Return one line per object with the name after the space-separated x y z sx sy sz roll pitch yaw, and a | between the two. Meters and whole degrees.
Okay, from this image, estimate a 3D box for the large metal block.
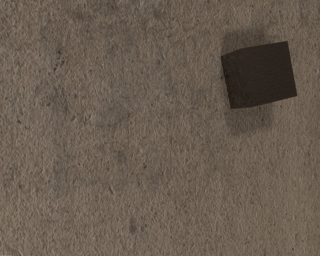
0.143 -0.076 0.450 0.081 0.050 0.080 -14 95 -20 | large metal block
